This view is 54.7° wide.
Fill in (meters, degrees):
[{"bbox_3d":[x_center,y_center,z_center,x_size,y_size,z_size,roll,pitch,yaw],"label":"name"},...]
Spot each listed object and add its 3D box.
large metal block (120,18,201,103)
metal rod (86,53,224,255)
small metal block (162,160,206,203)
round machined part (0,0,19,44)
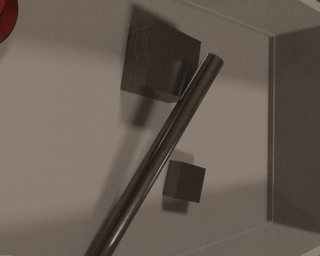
[{"bbox_3d":[0.002,-0.080,0.394,0.081,0.050,0.080,12,82,-40],"label":"large metal block"},{"bbox_3d":[-0.008,0.042,0.361,0.025,0.025,0.300,37,80,-34],"label":"metal rod"},{"bbox_3d":[0.035,0.076,0.438,0.050,0.025,0.050,21,77,-38],"label":"small metal block"},{"bbox_3d":[-0.168,-0.111,0.255,0.099,0.042,0.097,0,90,-40],"label":"round machined part"}]
